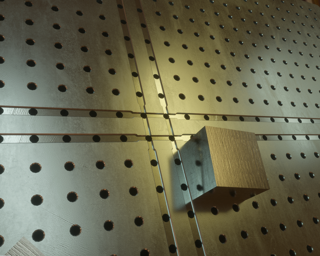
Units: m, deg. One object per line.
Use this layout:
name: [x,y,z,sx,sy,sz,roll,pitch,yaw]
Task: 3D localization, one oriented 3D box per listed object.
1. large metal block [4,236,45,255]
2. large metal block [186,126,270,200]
large metal block: [-0.111,0.148,0.242,0.080,0.050,0.080,42,51,1]
large metal block: [0.087,0.048,0.409,0.081,0.050,0.080,8,58,-24]
